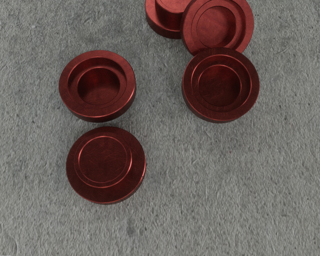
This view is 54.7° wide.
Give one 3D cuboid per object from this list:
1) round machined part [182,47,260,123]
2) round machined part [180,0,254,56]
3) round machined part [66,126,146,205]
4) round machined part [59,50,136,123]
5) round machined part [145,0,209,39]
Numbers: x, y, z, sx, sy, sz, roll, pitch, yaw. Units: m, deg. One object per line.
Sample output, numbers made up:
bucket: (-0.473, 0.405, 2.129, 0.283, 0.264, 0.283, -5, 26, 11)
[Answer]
round machined part: (0.078, -0.054, 0.413, 0.099, 0.042, 0.098, 0, 80, -2)
round machined part: (0.076, -0.141, 0.433, 0.099, 0.042, 0.097, -4, 114, -8)
round machined part: (-0.067, 0.043, 0.383, 0.099, 0.042, 0.098, 0, 70, 0)
round machined part: (-0.081, -0.052, 0.417, 0.099, 0.042, 0.098, 0, 70, 0)
round machined part: (0.027, -0.187, 0.468, 0.099, 0.042, 0.098, 0, 70, 0)
